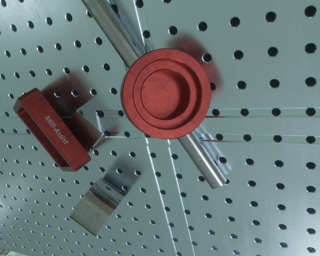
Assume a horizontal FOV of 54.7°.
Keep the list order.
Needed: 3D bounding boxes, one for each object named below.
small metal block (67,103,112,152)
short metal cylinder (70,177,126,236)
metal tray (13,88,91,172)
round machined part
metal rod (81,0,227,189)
[{"bbox_3d":[-0.109,-0.001,0.466,0.050,0.025,0.050,42,129,-1],"label":"small metal block"},{"bbox_3d":[-0.100,0.128,0.505,0.050,0.080,0.079,36,129,4],"label":"short metal cylinder"},{"bbox_3d":[-0.168,0.008,0.475,0.130,0.030,0.090,55,152,-12],"label":"metal tray"},{"bbox_3d":[0.004,-0.038,0.351,0.098,0.098,0.042,55,171,-12],"label":"round machined part"},{"bbox_3d":[-0.006,-0.047,0.383,0.025,0.025,0.299,-26,105,37],"label":"metal rod"}]
